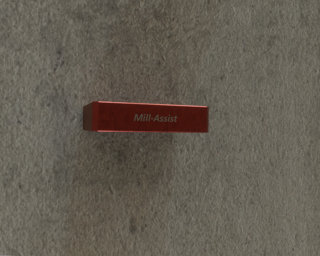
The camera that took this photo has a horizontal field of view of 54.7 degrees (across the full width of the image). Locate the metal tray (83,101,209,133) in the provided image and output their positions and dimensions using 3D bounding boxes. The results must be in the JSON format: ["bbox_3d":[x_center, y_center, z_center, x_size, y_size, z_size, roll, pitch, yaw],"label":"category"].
[{"bbox_3d":[-0.020,-0.011,0.367,0.131,0.090,0.030,1,90,-20],"label":"metal tray"}]
